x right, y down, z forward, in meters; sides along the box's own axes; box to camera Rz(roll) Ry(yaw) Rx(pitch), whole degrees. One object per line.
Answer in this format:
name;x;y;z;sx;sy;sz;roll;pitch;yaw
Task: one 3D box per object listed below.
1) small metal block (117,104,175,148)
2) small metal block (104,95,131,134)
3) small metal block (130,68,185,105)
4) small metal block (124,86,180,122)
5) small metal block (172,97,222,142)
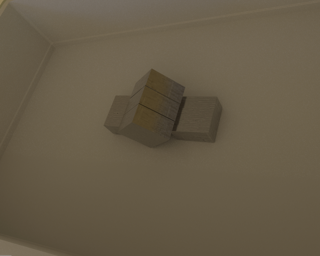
small metal block;-0.018;-0.001;0.384;0.050;0.050;0.025;-29;40;58
small metal block;-0.044;-0.018;0.436;0.050;0.025;0.050;4;64;29
small metal block;-0.004;-0.046;0.403;0.050;0.050;0.025;-28;41;59
small metal block;-0.011;-0.023;0.393;0.050;0.050;0.025;-29;40;58
small metal block;0.046;-0.011;0.386;0.050;0.025;0.050;3;63;29
